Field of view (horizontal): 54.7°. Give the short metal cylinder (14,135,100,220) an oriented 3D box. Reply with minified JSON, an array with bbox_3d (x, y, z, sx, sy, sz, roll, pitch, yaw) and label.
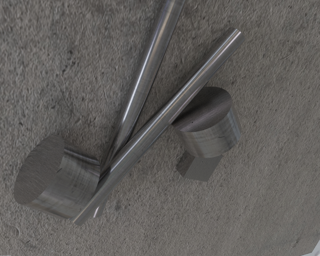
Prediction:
[{"bbox_3d":[-0.113,0.054,0.343,0.080,0.080,0.050,-47,129,4],"label":"short metal cylinder"}]

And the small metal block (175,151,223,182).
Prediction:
[{"bbox_3d":[0.060,0.052,0.472,0.050,0.025,0.050,16,110,-35],"label":"small metal block"}]

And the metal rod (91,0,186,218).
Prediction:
[{"bbox_3d":[-0.037,-0.014,0.377,0.025,0.025,0.298,10,114,-33],"label":"metal rod"}]

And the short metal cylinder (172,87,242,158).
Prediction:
[{"bbox_3d":[0.059,-0.008,0.399,0.080,0.080,0.050,-35,129,-6],"label":"short metal cylinder"}]

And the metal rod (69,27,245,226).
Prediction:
[{"bbox_3d":[-0.003,-0.005,0.377,0.300,0.025,0.025,-49,130,-4],"label":"metal rod"}]
